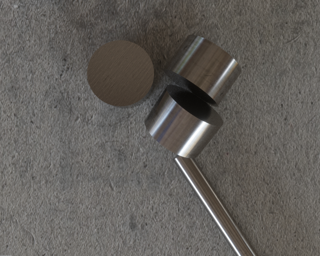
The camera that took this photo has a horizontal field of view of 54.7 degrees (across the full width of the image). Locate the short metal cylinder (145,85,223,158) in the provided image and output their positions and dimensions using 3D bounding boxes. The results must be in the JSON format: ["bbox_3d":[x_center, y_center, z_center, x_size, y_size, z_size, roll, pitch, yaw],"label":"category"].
[{"bbox_3d":[0.029,-0.009,0.376,0.080,0.080,0.050,34,113,0],"label":"short metal cylinder"}]

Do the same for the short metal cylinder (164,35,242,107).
[{"bbox_3d":[0.052,-0.069,0.383,0.080,0.080,0.050,35,90,0],"label":"short metal cylinder"}]

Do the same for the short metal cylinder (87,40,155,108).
[{"bbox_3d":[-0.047,-0.066,0.397,0.081,0.050,0.080,0,90,0],"label":"short metal cylinder"}]

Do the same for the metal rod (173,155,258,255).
[{"bbox_3d":[0.109,0.160,0.411,0.025,0.025,0.299,-33,90,0],"label":"metal rod"}]
